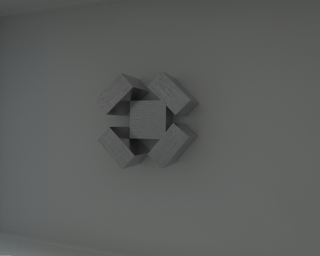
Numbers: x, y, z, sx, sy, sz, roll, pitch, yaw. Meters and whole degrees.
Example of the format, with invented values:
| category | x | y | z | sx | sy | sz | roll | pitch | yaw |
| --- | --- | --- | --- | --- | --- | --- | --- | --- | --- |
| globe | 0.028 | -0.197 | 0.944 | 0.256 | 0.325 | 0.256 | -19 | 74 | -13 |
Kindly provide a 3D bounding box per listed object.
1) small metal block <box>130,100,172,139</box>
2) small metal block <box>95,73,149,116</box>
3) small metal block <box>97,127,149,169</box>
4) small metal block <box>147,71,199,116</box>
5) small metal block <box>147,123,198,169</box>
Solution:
| category | x | y | z | sx | sy | sz | roll | pitch | yaw |
| --- | --- | --- | --- | --- | --- | --- | --- | --- | --- |
| small metal block | -0.012 | -0.011 | 0.412 | 0.050 | 0.025 | 0.050 | 1 | 90 | 20 |
| small metal block | -0.049 | -0.043 | 0.412 | 0.050 | 0.050 | 0.025 | -44 | 76 | 15 |
| small metal block | -0.047 | 0.025 | 0.412 | 0.050 | 0.050 | 0.025 | 47 | 105 | 14 |
| small metal block | 0.018 | -0.042 | 0.388 | 0.025 | 0.050 | 0.050 | -46 | 77 | 13 |
| small metal block | 0.017 | 0.021 | 0.388 | 0.025 | 0.050 | 0.050 | 42 | 102 | 14 |
